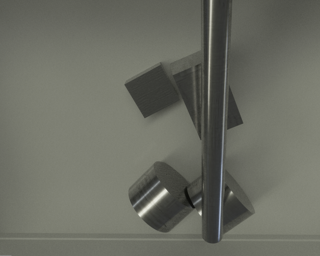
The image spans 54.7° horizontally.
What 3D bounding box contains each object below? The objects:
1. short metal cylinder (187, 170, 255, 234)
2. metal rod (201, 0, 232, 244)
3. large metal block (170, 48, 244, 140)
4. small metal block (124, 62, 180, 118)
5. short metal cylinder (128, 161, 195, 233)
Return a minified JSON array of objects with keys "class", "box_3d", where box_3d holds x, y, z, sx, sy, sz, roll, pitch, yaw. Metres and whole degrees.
[{"class":"short metal cylinder","box_3d":[0.082,0.095,0.418,0.050,0.080,0.080,-40,106,13]},{"class":"metal rod","box_3d":[0.054,-0.001,0.306,0.025,0.025,0.298,-4,118,1]},{"class":"large metal block","box_3d":[0.052,-0.044,0.367,0.050,0.080,0.080,-23,109,8]},{"class":"small metal block","box_3d":[-0.010,-0.048,0.393,0.050,0.025,0.050,-27,108,9]},{"class":"short metal cylinder","box_3d":[0.005,0.091,0.416,0.080,0.080,0.050,40,105,-14]}]
